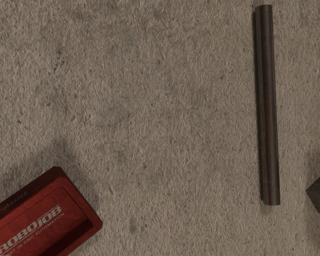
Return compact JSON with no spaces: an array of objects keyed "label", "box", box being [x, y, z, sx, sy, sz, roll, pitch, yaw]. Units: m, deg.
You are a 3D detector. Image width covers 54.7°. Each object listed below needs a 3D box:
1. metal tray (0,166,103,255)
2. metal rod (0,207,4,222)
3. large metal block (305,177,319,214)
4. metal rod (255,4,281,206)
[{"label":"metal tray","box":[-0.140,0.115,0.339,0.131,0.030,0.090,-36,122,-17]},{"label":"metal rod","box":[-0.220,-0.040,0.327,0.025,0.025,0.298,-15,95,-20]},{"label":"large metal block","box":[0.300,0.102,0.493,0.080,0.080,0.050,-37,102,-16]},{"label":"metal rod","box":[0.164,-0.033,0.471,0.025,0.025,0.298,-3,91,-20]}]
